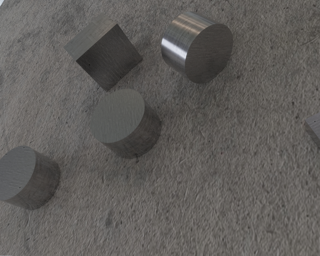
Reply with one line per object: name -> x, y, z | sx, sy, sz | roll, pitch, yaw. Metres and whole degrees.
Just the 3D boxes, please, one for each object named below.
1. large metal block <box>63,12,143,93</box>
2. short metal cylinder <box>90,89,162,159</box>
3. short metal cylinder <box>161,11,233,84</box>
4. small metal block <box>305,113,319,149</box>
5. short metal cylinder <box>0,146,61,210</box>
large metal block -> -0.087, -0.117, 0.486 | 0.080, 0.080, 0.050 | -43, 51, -1
short metal cylinder -> -0.045, -0.005, 0.415 | 0.080, 0.050, 0.080 | -13, 56, 21
short metal cylinder -> 0.049, -0.105, 0.408 | 0.080, 0.080, 0.050 | -45, 51, -3
small metal block -> 0.181, 0.005, 0.306 | 0.050, 0.025, 0.050 | -28, 52, 10
short metal cylinder -> -0.192, 0.072, 0.445 | 0.080, 0.050, 0.080 | -13, 56, 21
